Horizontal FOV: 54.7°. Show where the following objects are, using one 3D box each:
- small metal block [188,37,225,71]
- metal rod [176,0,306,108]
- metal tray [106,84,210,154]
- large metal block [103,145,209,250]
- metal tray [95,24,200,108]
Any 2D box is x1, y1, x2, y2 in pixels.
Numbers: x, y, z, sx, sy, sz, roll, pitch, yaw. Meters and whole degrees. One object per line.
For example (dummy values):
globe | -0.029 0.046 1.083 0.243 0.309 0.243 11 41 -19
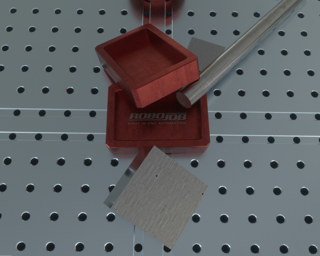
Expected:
small metal block | 0.061 -0.097 0.448 0.050 0.025 0.050 20 71 6
metal rod | 0.132 -0.129 0.441 0.025 0.025 0.301 42 68 13
metal tray | -0.003 -0.013 0.413 0.131 0.030 0.090 -1 70 -1
large metal block | -0.005 0.077 0.356 0.080 0.050 0.080 38 73 -11
metal tray | -0.020 -0.088 0.409 0.091 0.030 0.130 -29 46 -13
